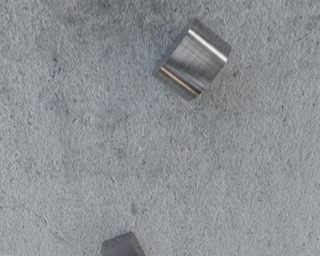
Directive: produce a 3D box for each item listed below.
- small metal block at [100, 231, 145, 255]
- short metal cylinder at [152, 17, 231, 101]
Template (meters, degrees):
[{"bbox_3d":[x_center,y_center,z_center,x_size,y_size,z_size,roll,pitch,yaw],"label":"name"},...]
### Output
[{"bbox_3d":[-0.057,0.195,0.481,0.050,0.025,0.050,-22,109,7],"label":"small metal block"},{"bbox_3d":[0.035,-0.077,0.353,0.050,0.080,0.080,35,106,-12],"label":"short metal cylinder"}]
